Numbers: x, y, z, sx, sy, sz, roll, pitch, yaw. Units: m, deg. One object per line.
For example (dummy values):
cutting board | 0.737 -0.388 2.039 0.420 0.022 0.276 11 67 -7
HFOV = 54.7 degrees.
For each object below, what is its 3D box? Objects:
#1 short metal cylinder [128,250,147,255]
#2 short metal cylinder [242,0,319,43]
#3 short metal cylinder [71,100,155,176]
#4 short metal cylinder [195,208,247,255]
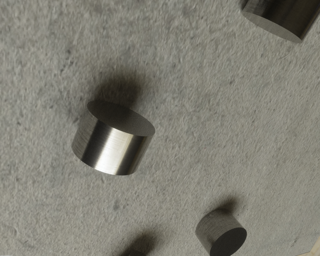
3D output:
short metal cylinder | -0.037 0.251 0.508 0.050 0.080 0.080 -46 130 4
short metal cylinder | 0.145 -0.141 0.365 0.081 0.080 0.050 17 110 -35
short metal cylinder | -0.052 0.009 0.350 0.081 0.080 0.050 13 112 -34
short metal cylinder | 0.114 0.198 0.578 0.081 0.050 0.079 -14 125 -21
